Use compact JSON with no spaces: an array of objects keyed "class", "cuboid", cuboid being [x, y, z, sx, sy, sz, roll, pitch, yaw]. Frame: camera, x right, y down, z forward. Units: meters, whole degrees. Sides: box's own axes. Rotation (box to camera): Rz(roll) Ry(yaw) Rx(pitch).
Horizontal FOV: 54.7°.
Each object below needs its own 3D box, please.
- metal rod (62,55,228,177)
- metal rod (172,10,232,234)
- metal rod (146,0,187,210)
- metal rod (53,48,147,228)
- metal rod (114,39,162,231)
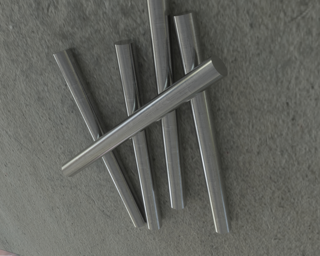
[{"class":"metal rod","cuboid":[-0.042,0.002,0.394,0.299,0.025,0.025,-32,101,38]},{"class":"metal rod","cuboid":[0.058,0.013,0.383,0.025,0.025,0.298,0,119,28]},{"class":"metal rod","cuboid":[0.012,-0.017,0.388,0.025,0.025,0.298,7,122,24]},{"class":"metal rod","cuboid":[-0.081,0.028,0.464,0.025,0.025,0.298,-7,115,31]},{"class":"metal rod","cuboid":[-0.025,0.029,0.436,0.025,0.025,0.298,7,122,24]}]
